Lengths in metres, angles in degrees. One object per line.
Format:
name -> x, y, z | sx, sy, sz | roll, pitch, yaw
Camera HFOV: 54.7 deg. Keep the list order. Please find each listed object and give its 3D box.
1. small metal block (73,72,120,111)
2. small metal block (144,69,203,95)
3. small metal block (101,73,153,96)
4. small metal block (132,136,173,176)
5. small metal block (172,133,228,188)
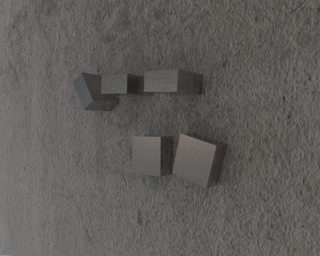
small metal block -> -0.096, -0.054, 0.468 | 0.025, 0.050, 0.050 | -39, 66, 33
small metal block -> 0.016, -0.054, 0.375 | 0.050, 0.050, 0.025 | 5, 94, 40
small metal block -> -0.044, -0.058, 0.425 | 0.050, 0.050, 0.025 | 4, 93, 40
small metal block -> -0.010, 0.036, 0.414 | 0.050, 0.025, 0.050 | 0, 90, 40
small metal block -> 0.046, 0.037, 0.367 | 0.050, 0.025, 0.050 | 19, 102, 38
